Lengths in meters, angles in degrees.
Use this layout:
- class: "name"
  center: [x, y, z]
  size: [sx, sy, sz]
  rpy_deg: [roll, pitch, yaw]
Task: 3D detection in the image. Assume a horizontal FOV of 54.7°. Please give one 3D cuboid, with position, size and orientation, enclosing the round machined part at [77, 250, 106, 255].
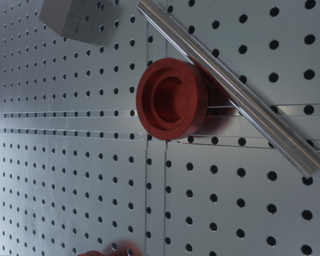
- class: "round machined part"
  center: [-0.095, 0.238, 0.477]
  size: [0.098, 0.042, 0.097]
  rpy_deg: [0, 90, 40]

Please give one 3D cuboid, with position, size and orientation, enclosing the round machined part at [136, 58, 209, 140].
- class: "round machined part"
  center: [0.019, -0.034, 0.381]
  size: [0.098, 0.042, 0.097]
  rpy_deg: [2, 93, 42]

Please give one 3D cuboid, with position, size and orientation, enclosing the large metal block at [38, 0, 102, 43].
- class: "large metal block"
  center: [-0.151, -0.200, 0.518]
  size: [0.080, 0.050, 0.079]
  rpy_deg: [40, 114, 32]

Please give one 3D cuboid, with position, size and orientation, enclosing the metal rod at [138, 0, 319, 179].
- class: "metal rod"
  center: [0.063, -0.064, 0.357]
  size: [0.300, 0.025, 0.025]
  rpy_deg: [51, 120, 27]
